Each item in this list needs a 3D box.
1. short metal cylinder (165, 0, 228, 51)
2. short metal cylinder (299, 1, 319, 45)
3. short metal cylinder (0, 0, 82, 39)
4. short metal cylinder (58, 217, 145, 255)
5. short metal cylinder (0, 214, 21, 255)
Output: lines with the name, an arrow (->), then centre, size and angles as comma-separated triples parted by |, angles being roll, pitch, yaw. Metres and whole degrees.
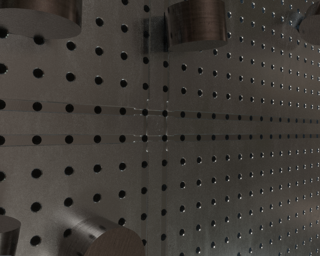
short metal cylinder -> 0.049, -0.135, 0.416 | 0.081, 0.080, 0.050 | -9, 96, -40
short metal cylinder -> 0.352, -0.227, 0.672 | 0.080, 0.080, 0.050 | 47, 62, -30
short metal cylinder -> -0.112, -0.117, 0.280 | 0.081, 0.080, 0.050 | 2, 89, -40
short metal cylinder -> -0.064, 0.144, 0.341 | 0.081, 0.050, 0.079 | 0, 90, -40
short metal cylinder -> -0.157, 0.099, 0.243 | 0.081, 0.080, 0.050 | 13, 82, -40
